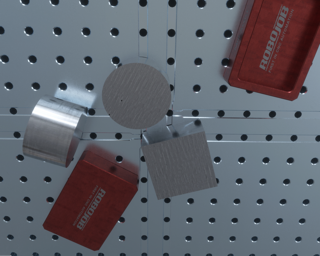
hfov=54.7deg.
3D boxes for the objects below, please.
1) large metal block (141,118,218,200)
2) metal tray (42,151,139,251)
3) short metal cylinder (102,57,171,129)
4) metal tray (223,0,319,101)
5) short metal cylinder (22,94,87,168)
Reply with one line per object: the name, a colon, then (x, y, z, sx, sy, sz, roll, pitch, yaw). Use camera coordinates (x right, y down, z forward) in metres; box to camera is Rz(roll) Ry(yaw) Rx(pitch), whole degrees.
large metal block: (0.026, 0.041, 0.415, 0.080, 0.050, 0.080, -14, 110, 5)
metal tray: (-0.100, 0.108, 0.450, 0.090, 0.030, 0.129, 29, 107, -10)
short metal cylinder: (-0.027, -0.044, 0.383, 0.081, 0.050, 0.079, 0, 110, 0)
metal tray: (0.141, -0.106, 0.372, 0.091, 0.030, 0.129, 13, 110, -5)
short metal cylinder: (-0.127, 0.004, 0.384, 0.050, 0.080, 0.079, 18, 109, -7)
